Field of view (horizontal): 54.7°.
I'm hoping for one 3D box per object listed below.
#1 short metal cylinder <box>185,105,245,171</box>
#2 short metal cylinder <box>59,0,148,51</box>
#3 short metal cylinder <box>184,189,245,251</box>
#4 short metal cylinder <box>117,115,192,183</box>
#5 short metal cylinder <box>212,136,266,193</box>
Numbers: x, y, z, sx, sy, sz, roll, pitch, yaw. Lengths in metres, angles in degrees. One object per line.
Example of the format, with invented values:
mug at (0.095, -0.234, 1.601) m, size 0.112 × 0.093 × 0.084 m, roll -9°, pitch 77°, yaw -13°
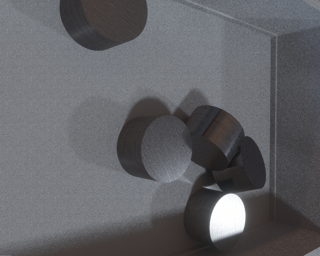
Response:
short metal cylinder at (0.068, 0.015, 0.428) m, size 0.080 × 0.080 × 0.050 m, roll 52°, pitch 60°, yaw -28°
short metal cylinder at (-0.061, -0.129, 0.339) m, size 0.081 × 0.050 × 0.080 m, roll 0°, pitch 90°, yaw -40°
short metal cylinder at (0.081, 0.133, 0.459) m, size 0.081 × 0.050 × 0.080 m, roll 0°, pitch 91°, yaw -40°
short metal cylinder at (-0.006, 0.025, 0.385) m, size 0.081 × 0.050 × 0.080 m, roll 0°, pitch 90°, yaw -40°
short metal cylinder at (0.121, 0.057, 0.475) m, size 0.080 × 0.050 × 0.080 m, roll 28°, pitch 52°, yaw -43°
